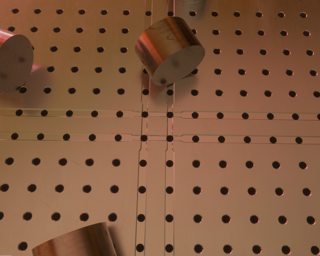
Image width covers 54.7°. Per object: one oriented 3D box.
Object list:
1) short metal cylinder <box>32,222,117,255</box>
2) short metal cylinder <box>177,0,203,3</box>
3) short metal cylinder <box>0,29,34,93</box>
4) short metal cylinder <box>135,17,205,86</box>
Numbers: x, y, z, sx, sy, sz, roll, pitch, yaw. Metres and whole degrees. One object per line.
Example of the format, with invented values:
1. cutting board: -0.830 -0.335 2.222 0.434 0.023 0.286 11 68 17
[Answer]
1. short metal cylinder: -0.089 0.140 0.331 0.080 0.080 0.050 -20 72 -7
2. short metal cylinder: 0.049 -0.247 0.489 0.081 0.050 0.080 0 70 0
3. short metal cylinder: -0.216 -0.092 0.415 0.050 0.080 0.080 18 71 6
4. short metal cylinder: 0.014 -0.102 0.420 0.080 0.080 0.050 -27 73 -9
